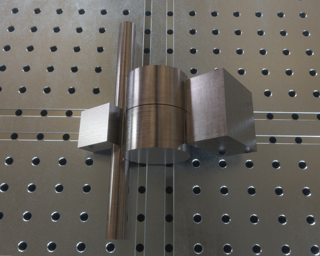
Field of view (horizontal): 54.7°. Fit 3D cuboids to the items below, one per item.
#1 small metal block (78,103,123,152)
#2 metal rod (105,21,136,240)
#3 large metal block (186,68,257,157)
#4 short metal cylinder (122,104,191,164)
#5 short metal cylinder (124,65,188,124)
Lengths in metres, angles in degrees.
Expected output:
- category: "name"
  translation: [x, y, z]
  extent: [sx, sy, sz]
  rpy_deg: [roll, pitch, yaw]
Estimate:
- category: "small metal block"
  translation: [-0.076, 0.000, 0.395]
  extent: [0.050, 0.025, 0.050]
  rpy_deg: [-13, 65, 32]
- category: "metal rod"
  translation: [-0.049, -0.011, 0.411]
  extent: [0.025, 0.025, 0.299]
  rpy_deg: [1, 70, 0]
- category: "large metal block"
  translation: [0.075, -0.015, 0.377]
  extent: [0.050, 0.080, 0.080]
  rpy_deg: [-14, 66, 36]
- category: "short metal cylinder"
  translation: [-0.004, 0.010, 0.374]
  extent: [0.081, 0.080, 0.050]
  rpy_deg: [0, 70, 0]
- category: "short metal cylinder"
  translation: [-0.004, -0.037, 0.392]
  extent: [0.081, 0.080, 0.050]
  rpy_deg: [0, 70, 0]
